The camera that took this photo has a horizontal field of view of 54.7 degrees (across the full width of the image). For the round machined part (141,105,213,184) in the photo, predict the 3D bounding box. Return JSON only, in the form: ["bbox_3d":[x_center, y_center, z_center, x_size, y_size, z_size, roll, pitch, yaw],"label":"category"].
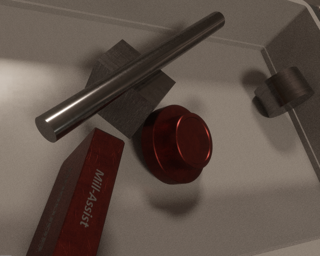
[{"bbox_3d":[0.028,0.019,0.378,0.099,0.042,0.098,16,67,-43],"label":"round machined part"}]

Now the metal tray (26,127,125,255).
[{"bbox_3d":[-0.077,0.074,0.270,0.030,0.090,0.130,29,48,-22],"label":"metal tray"}]

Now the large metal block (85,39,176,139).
[{"bbox_3d":[-0.041,-0.045,0.377,0.080,0.080,0.050,39,51,-2],"label":"large metal block"}]

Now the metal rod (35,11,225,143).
[{"bbox_3d":[-0.006,-0.076,0.347,0.025,0.025,0.302,46,51,3],"label":"metal rod"}]

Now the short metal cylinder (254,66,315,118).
[{"bbox_3d":[0.208,-0.059,0.521,0.081,0.080,0.050,-14,70,-34],"label":"short metal cylinder"}]
